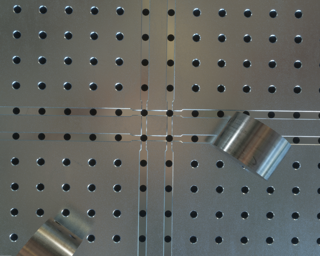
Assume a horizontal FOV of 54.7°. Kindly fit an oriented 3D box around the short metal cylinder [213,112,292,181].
[{"bbox_3d":[0.113,0.023,0.387,0.080,0.080,0.050,35,90,0],"label":"short metal cylinder"}]

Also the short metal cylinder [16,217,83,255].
[{"bbox_3d":[-0.142,0.160,0.385,0.050,0.080,0.080,37,90,0],"label":"short metal cylinder"}]
